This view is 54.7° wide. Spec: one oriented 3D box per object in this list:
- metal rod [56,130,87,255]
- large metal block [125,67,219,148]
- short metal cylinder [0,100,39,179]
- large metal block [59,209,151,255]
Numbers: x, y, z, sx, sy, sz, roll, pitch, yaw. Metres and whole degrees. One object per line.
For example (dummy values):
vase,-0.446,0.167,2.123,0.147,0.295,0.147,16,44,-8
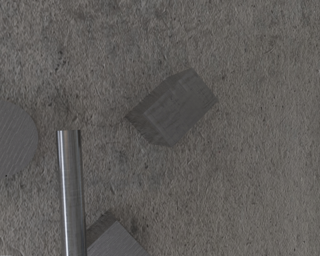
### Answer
metal rod,-0.088,0.151,0.323,0.025,0.025,0.298,-3,91,-20
large metal block,0.011,-0.024,0.384,0.080,0.080,0.050,-45,104,-15
short metal cylinder,-0.173,0.011,0.332,0.081,0.050,0.080,0,90,-20
large metal block,-0.062,0.161,0.373,0.080,0.050,0.080,-42,104,-15
